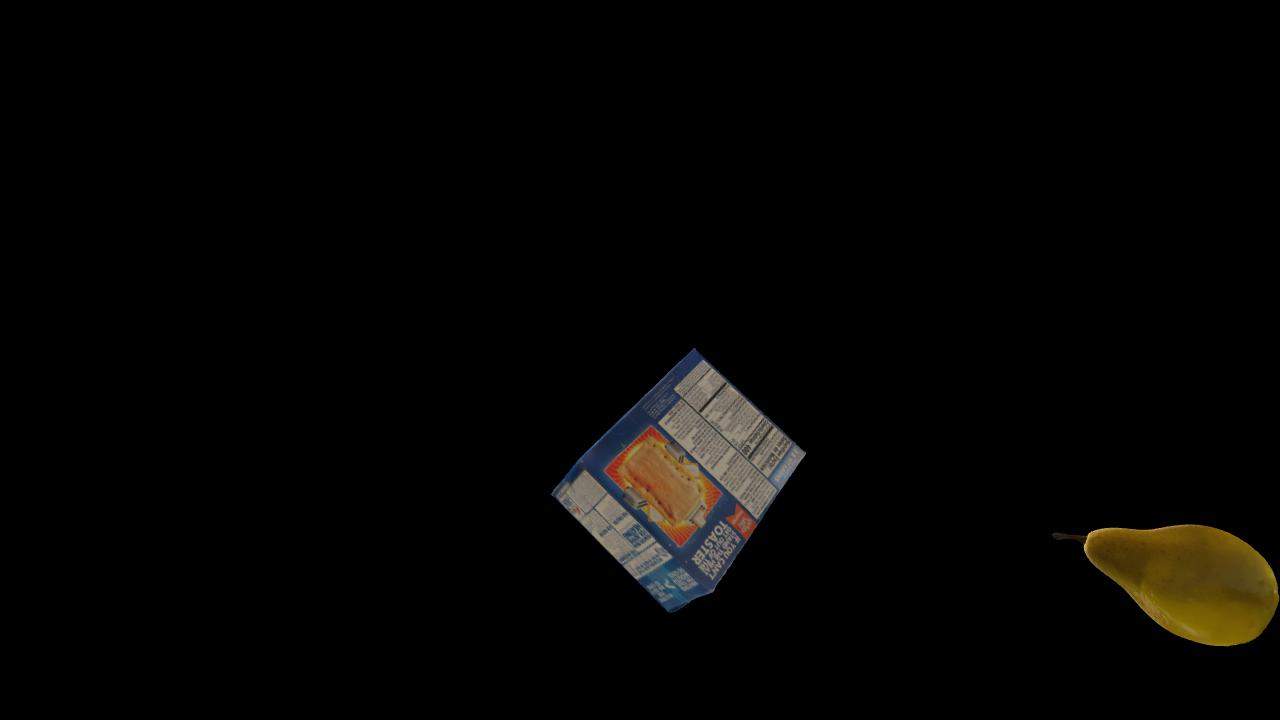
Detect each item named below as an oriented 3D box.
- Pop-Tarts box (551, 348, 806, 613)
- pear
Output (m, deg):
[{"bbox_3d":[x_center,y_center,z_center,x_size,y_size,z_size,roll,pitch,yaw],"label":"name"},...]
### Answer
[{"bbox_3d":[0.036,0.099,0.535,0.167,0.141,0.083,-42,-7,-37],"label":"Pop-Tarts box"},{"bbox_3d":[0.348,0.137,0.415,0.111,0.080,0.080,27,13,28],"label":"pear"}]
